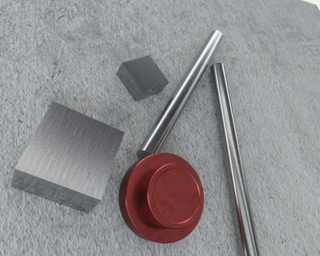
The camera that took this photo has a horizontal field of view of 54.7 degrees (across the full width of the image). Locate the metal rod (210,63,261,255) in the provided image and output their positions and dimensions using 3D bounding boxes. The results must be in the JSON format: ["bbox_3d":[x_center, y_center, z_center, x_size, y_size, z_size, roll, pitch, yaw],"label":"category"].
[{"bbox_3d":[0.102,0.028,0.443,0.025,0.025,0.299,12,57,-23],"label":"metal rod"}]

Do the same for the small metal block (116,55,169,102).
[{"bbox_3d":[-0.024,-0.070,0.435,0.050,0.025,0.050,-26,76,-37],"label":"small metal block"}]

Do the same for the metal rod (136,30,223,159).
[{"bbox_3d":[0.042,-0.066,0.468,0.025,0.025,0.301,35,51,-6],"label":"metal rod"}]

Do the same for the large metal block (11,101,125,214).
[{"bbox_3d":[-0.092,0.031,0.320,0.080,0.050,0.080,25,53,-14],"label":"large metal block"}]

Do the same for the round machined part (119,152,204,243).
[{"bbox_3d":[0.008,0.075,0.339,0.099,0.042,0.098,8,72,-27],"label":"round machined part"}]
